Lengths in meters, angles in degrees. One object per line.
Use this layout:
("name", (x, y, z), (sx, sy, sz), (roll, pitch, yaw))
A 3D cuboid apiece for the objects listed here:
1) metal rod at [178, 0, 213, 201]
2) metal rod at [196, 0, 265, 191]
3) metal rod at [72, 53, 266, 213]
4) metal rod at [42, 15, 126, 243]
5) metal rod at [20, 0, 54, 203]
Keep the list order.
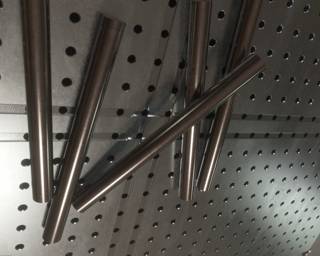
("metal rod", (0.045, -0.017, 0.426), (0.025, 0.025, 0.298), (-13, 124, -22))
("metal rod", (0.094, -0.034, 0.443), (0.025, 0.025, 0.298), (-5, 121, -26))
("metal rod", (0.006, 0.011, 0.398), (0.300, 0.025, 0.025), (-39, 130, 7))
("metal rod", (-0.097, 0.018, 0.370), (0.025, 0.025, 0.298), (8, 115, -32))
("metal rod", (-0.124, -0.045, 0.315), (0.025, 0.025, 0.298), (-6, 121, -26))
